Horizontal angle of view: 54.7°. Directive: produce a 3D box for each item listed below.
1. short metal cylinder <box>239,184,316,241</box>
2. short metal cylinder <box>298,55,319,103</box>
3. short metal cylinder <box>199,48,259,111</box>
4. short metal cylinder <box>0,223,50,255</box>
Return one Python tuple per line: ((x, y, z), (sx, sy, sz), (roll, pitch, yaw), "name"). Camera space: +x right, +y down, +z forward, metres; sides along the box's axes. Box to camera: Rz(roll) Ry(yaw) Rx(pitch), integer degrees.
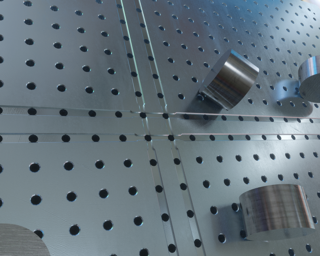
((0.143, 0.107, 0.385), (0.081, 0.080, 0.050), (10, 58, -23), "short metal cylinder")
((0.311, -0.094, 0.597), (0.080, 0.080, 0.050), (25, 53, -13), "short metal cylinder")
((0.104, -0.073, 0.473), (0.050, 0.080, 0.080), (34, 51, -6), "short metal cylinder")
((-0.131, 0.122, 0.247), (0.081, 0.050, 0.080), (14, 56, -21), "short metal cylinder")
